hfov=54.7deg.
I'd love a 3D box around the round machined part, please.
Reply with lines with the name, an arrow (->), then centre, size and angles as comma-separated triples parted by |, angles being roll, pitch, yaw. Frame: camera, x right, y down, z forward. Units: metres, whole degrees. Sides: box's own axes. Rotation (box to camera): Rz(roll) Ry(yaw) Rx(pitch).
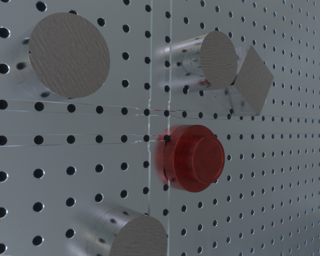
round machined part -> 0.056, 0.044, 0.445 | 0.099, 0.042, 0.097 | 0, 90, -40

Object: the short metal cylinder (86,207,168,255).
short metal cylinder -> -0.038, 0.137, 0.361 | 0.081, 0.050, 0.079 | 0, 90, -40

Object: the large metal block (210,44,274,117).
large metal block -> 0.134, -0.074, 0.505 | 0.080, 0.050, 0.080 | 41, 65, -33

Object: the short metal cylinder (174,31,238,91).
short metal cylinder -> 0.067, -0.095, 0.449 | 0.081, 0.050, 0.079 | 0, 90, -40

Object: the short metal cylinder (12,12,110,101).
short metal cylinder -> -0.098, -0.068, 0.310 | 0.081, 0.050, 0.079 | 0, 90, -40
